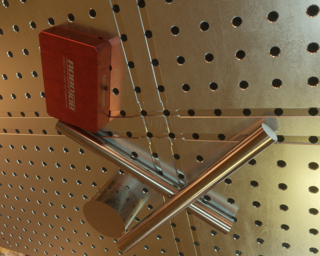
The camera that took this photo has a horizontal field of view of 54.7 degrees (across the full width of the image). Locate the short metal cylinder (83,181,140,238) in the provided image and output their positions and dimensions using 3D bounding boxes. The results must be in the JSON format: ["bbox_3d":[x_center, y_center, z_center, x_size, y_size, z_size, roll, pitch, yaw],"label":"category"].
[{"bbox_3d":[-0.081,0.137,0.523,0.080,0.050,0.079,13,124,21],"label":"short metal cylinder"}]

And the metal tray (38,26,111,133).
[{"bbox_3d":[-0.116,-0.065,0.429,0.090,0.030,0.129,20,126,16],"label":"metal tray"}]

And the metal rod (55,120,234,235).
[{"bbox_3d":[-0.028,0.068,0.467,0.301,0.025,0.025,30,128,8],"label":"metal rod"}]

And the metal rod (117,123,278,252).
[{"bbox_3d":[0.033,0.096,0.424,0.025,0.025,0.299,44,120,-2],"label":"metal rod"}]
